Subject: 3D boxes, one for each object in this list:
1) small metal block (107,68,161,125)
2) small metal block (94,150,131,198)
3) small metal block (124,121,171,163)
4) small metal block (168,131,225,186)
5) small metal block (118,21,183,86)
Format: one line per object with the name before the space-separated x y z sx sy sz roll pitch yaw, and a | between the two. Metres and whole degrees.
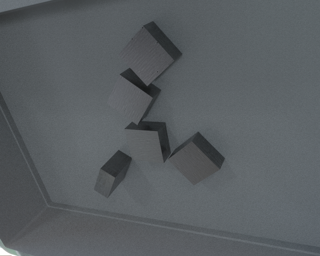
small metal block | -0.034 -0.040 0.400 0.050 0.025 0.050 36 129 4
small metal block | -0.071 0.070 0.471 0.025 0.050 0.050 30 128 8
small metal block | -0.016 0.019 0.427 0.050 0.025 0.050 3 120 26
small metal block | 0.048 0.041 0.408 0.050 0.025 0.050 45 129 -4
small metal block | -0.012 -0.086 0.360 0.050 0.025 0.050 47 129 -6
